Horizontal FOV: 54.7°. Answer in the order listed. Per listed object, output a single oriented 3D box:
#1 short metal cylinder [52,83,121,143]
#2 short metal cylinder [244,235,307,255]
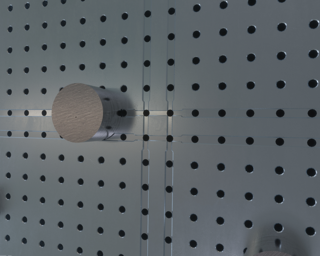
[{"bbox_3d":[-0.103,-0.020,0.435,0.080,0.050,0.079,0,90,20],"label":"short metal cylinder"},{"bbox_3d":[0.133,0.170,0.352,0.080,0.050,0.079,0,90,20],"label":"short metal cylinder"}]
